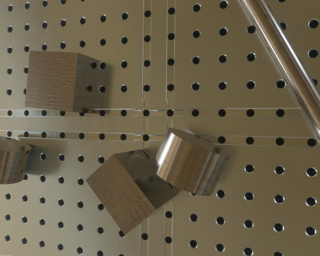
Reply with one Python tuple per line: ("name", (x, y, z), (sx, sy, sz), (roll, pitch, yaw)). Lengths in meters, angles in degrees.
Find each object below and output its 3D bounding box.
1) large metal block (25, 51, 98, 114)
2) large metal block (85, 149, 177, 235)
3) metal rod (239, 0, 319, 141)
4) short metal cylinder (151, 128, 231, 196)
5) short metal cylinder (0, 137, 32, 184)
("large metal block", (-0.142, -0.066, 0.449), (0.080, 0.050, 0.079), (7, 92, 20))
("large metal block", (-0.033, 0.076, 0.395), (0.050, 0.080, 0.080), (-43, 77, 15))
("metal rod", (0.130, -0.115, 0.366), (0.025, 0.025, 0.299), (-29, 81, 18))
("short metal cylinder", (0.036, 0.039, 0.370), (0.080, 0.080, 0.050), (26, 99, 18))
("short metal cylinder", (-0.243, 0.046, 0.469), (0.080, 0.080, 0.050), (18, 96, 19))
